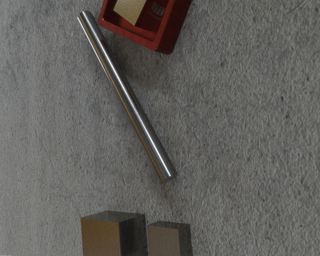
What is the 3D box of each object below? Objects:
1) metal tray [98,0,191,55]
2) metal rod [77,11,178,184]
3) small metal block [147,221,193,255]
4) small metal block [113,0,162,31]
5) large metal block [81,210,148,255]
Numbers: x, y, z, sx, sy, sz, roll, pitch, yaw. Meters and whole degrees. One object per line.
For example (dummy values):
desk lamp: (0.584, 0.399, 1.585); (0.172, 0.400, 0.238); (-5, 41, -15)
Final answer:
metal tray: (-0.024, -0.163, 0.419); (0.130, 0.030, 0.089); (33, 110, 34)
metal rod: (-0.055, -0.058, 0.447); (0.025, 0.025, 0.299); (-42, 65, 31)
small metal block: (0.013, 0.148, 0.393); (0.050, 0.025, 0.050); (-8, 85, 39)
small metal block: (-0.029, -0.166, 0.410); (0.050, 0.025, 0.050); (44, 116, 30)
large metal block: (-0.065, 0.165, 0.440); (0.080, 0.050, 0.080); (-8, 85, 39)
